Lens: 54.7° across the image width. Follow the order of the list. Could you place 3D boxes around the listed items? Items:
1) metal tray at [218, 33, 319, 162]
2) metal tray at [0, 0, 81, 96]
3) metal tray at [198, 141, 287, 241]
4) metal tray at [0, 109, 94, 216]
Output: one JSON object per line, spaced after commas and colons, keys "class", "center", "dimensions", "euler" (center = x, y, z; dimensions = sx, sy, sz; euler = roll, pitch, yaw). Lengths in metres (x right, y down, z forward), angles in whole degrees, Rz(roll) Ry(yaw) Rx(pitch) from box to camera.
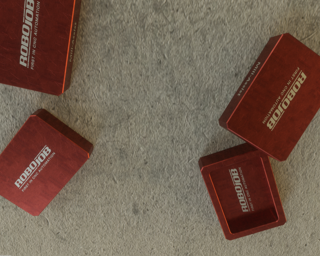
{"class": "metal tray", "center": [0.144, -0.036, 0.378], "dimensions": [0.090, 0.030, 0.130], "euler": [31, 92, -11]}
{"class": "metal tray", "center": [-0.148, -0.111, 0.365], "dimensions": [0.091, 0.030, 0.129], "euler": [12, 110, -5]}
{"class": "metal tray", "center": [0.117, 0.090, 0.441], "dimensions": [0.090, 0.030, 0.129], "euler": [-19, 109, 7]}
{"class": "metal tray", "center": [-0.166, 0.049, 0.424], "dimensions": [0.090, 0.030, 0.130], "euler": [39, 105, -13]}
